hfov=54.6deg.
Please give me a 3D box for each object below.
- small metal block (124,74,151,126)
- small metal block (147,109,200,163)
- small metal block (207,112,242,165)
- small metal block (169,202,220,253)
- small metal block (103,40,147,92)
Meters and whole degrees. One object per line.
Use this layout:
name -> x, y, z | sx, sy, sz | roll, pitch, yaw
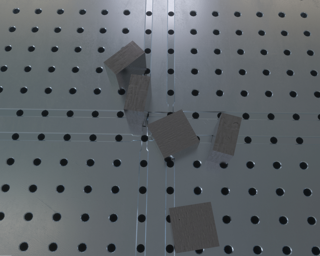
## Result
small metal block -> -0.028, -0.036, 0.412 | 0.025, 0.050, 0.050 | 8, 70, 3
small metal block -> 0.017, 0.011, 0.408 | 0.050, 0.025, 0.050 | -25, 72, -9
small metal block -> 0.081, 0.015, 0.393 | 0.025, 0.050, 0.050 | 15, 71, 6
small metal block -> 0.039, 0.118, 0.369 | 0.050, 0.025, 0.050 | -8, 70, -3
small metal block -> -0.046, -0.084, 0.429 | 0.050, 0.050, 0.025 | -41, 75, -13
